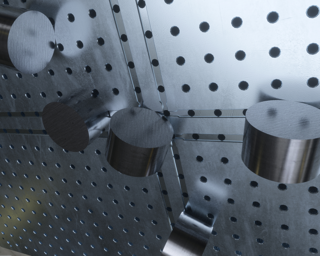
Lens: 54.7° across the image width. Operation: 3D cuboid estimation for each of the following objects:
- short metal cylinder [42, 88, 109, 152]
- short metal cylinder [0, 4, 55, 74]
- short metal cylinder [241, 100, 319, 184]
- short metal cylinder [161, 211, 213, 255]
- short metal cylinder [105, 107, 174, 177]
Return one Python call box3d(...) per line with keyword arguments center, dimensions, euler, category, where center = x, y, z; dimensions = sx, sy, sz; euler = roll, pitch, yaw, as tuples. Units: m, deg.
box3d(center=(-0.122, -0.012, 0.452), dimensions=(0.080, 0.050, 0.079), euler=(13, 124, 21), category="short metal cylinder")
box3d(center=(-0.184, -0.115, 0.402), dimensions=(0.050, 0.080, 0.079), euler=(18, 125, 18), category="short metal cylinder")
box3d(center=(0.126, 0.011, 0.316), dimensions=(0.080, 0.080, 0.050), euler=(11, 123, 22), category="short metal cylinder")
box3d(center=(0.040, 0.172, 0.462), dimensions=(0.050, 0.080, 0.079), euler=(24, 127, 13), category="short metal cylinder")
box3d(center=(-0.028, 0.017, 0.401), dimensions=(0.080, 0.080, 0.050), euler=(26, 128, 12), category="short metal cylinder")
